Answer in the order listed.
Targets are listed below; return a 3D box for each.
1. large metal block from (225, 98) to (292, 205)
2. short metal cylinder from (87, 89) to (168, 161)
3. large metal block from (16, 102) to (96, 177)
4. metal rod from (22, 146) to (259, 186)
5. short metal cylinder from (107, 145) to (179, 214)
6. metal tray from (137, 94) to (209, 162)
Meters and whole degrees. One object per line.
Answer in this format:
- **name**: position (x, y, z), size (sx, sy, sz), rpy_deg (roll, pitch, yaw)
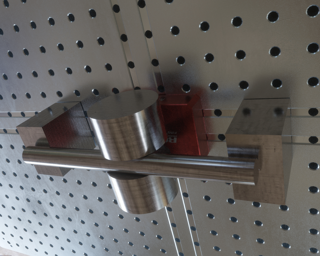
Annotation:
- **large metal block**: position (0.109, 0.022, 0.330), size (0.050, 0.080, 0.080), rpy_deg (1, 119, 28)
- **short metal cylinder**: position (-0.036, -0.006, 0.352), size (0.080, 0.080, 0.050), rpy_deg (1, 119, 28)
- **large metal block**: position (-0.151, 0.014, 0.463), size (0.050, 0.080, 0.080), rpy_deg (1, 119, 28)
- **metal rod**: position (-0.044, 0.039, 0.354), size (0.300, 0.025, 0.025), rpy_deg (1, 119, 27)
- **short metal cylinder**: position (-0.021, 0.060, 0.385), size (0.080, 0.080, 0.050), rpy_deg (1, 119, 28)
- **metal tray**: position (-0.007, 0.004, 0.414), size (0.130, 0.030, 0.089), rpy_deg (1, 119, 27)
